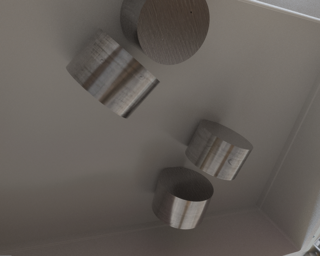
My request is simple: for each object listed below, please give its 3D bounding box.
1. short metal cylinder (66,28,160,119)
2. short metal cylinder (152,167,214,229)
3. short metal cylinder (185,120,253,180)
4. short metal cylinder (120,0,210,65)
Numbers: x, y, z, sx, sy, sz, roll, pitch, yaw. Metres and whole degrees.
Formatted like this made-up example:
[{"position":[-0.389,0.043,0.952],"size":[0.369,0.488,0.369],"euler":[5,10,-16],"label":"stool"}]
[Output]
[{"position":[-0.046,-0.055,0.315],"size":[0.050,0.080,0.080],"euler":[-48,129,5],"label":"short metal cylinder"},{"position":[0.033,0.101,0.455],"size":[0.081,0.080,0.050],"euler":[0,119,-29],"label":"short metal cylinder"},{"position":[0.083,0.030,0.439],"size":[0.081,0.080,0.050],"euler":[13,112,-34],"label":"short metal cylinder"},{"position":[0.004,-0.113,0.326],"size":[0.081,0.050,0.079],"euler":[-14,125,-21],"label":"short metal cylinder"}]
